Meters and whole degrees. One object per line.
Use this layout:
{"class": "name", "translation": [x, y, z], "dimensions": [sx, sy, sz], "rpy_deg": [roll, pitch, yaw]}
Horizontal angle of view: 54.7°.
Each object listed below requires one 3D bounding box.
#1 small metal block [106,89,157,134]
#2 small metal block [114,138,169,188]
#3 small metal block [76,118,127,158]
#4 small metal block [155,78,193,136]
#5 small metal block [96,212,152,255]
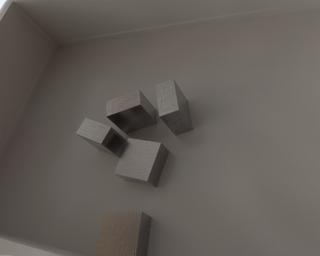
{"class": "small metal block", "translation": [-0.038, -0.021, 0.422], "dimensions": [0.050, 0.050, 0.025], "rpy_deg": [-18, 55, 18]}
{"class": "small metal block", "translation": [-0.023, 0.043, 0.391], "dimensions": [0.050, 0.025, 0.050], "rpy_deg": [7, 65, 31]}
{"class": "small metal block", "translation": [-0.076, 0.015, 0.421], "dimensions": [0.050, 0.050, 0.025], "rpy_deg": [18, 71, 35]}
{"class": "small metal block", "translation": [0.018, -0.026, 0.396], "dimensions": [0.025, 0.050, 0.050], "rpy_deg": [-19, 54, 17]}
{"class": "small metal block", "translation": [-0.040, 0.123, 0.351], "dimensions": [0.050, 0.025, 0.050], "rpy_deg": [-7, 58, 24]}
